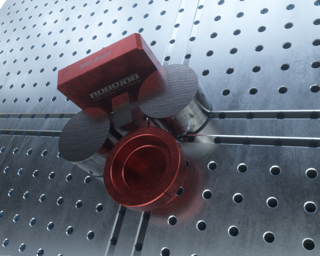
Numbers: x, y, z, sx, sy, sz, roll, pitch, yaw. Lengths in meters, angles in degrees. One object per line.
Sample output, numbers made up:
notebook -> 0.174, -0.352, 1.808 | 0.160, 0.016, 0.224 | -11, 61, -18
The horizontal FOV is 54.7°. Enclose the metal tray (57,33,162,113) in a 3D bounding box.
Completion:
metal tray -> -0.065, -0.068, 0.436 | 0.130, 0.090, 0.030 | -22, 54, 16

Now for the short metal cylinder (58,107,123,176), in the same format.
short metal cylinder -> -0.089, 0.019, 0.422 | 0.080, 0.050, 0.080 | -13, 56, 21

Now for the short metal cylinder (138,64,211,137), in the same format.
short metal cylinder -> 0.019, -0.035, 0.399 | 0.080, 0.050, 0.080 | -13, 56, 21

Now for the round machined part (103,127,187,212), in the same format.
round machined part -> -0.014, 0.051, 0.368 | 0.098, 0.042, 0.098 | -13, 56, 21

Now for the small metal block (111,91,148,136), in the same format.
small metal block -> -0.039, -0.012, 0.414 | 0.025, 0.050, 0.050 | -23, 53, 15
